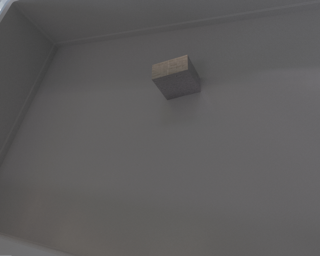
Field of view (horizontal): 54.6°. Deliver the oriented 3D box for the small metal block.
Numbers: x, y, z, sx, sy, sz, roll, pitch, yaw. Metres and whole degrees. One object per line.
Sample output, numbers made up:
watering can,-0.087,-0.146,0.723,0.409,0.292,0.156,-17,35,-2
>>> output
small metal block,0.023,-0.067,0.420,0.050,0.050,0.025,-12,57,21
